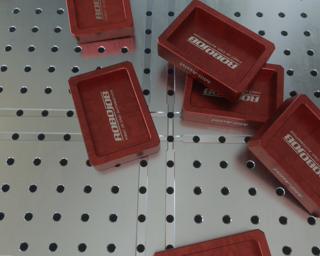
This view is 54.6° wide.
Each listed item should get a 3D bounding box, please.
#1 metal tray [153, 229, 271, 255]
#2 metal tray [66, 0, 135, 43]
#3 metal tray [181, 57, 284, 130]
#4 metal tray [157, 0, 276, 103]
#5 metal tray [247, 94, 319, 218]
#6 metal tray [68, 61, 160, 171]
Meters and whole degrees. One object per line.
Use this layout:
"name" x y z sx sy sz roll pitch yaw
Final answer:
"metal tray" 0.063 0.172 0.346 0.131 0.030 0.090 -11 70 -4
"metal tray" -0.093 -0.200 0.464 0.090 0.030 0.129 -10 84 -2
"metal tray" 0.099 -0.049 0.427 0.131 0.030 0.090 8 70 3
"metal tray" 0.073 -0.105 0.415 0.130 0.030 0.090 35 73 12
"metal tray" 0.183 0.034 0.378 0.130 0.030 0.090 46 76 -2
"metal tray" -0.062 -0.018 0.415 0.090 0.030 0.130 -18 71 -7
